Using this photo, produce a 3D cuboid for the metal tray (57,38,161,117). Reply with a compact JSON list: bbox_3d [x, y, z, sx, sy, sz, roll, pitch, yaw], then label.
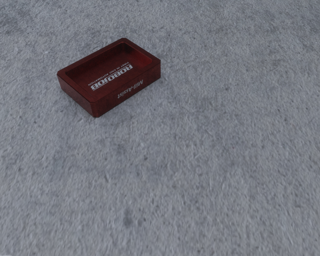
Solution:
[{"bbox_3d":[-0.074,-0.081,0.467,0.131,0.030,0.090,-37,59,-27],"label":"metal tray"}]
